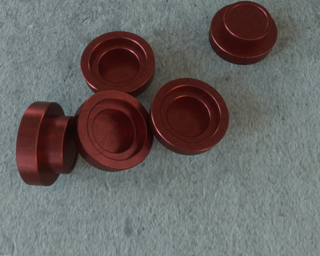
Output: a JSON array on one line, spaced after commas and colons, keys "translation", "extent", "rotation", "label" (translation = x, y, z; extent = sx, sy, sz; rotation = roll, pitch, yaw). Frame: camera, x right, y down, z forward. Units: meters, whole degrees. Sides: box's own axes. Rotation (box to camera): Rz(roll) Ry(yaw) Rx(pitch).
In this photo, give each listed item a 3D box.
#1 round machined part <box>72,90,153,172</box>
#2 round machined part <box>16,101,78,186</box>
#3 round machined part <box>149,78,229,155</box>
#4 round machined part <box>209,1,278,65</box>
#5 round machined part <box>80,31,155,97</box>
[{"translation": [-0.060, 0.006, 0.381], "extent": [0.099, 0.042, 0.098], "rotation": [11, 69, -32], "label": "round machined part"}, {"translation": [-0.123, 0.019, 0.361], "extent": [0.042, 0.098, 0.098], "rotation": [3, 70, 1], "label": "round machined part"}, {"translation": [0.034, -0.012, 0.398], "extent": [0.099, 0.042, 0.098], "rotation": [4, 70, -10], "label": "round machined part"}, {"translation": [0.123, -0.145, 0.454], "extent": [0.099, 0.042, 0.098], "rotation": [0, 70, -1], "label": "round machined part"}, {"translation": [-0.056, -0.081, 0.428], "extent": [0.099, 0.042, 0.098], "rotation": [0, 69, 0], "label": "round machined part"}]
